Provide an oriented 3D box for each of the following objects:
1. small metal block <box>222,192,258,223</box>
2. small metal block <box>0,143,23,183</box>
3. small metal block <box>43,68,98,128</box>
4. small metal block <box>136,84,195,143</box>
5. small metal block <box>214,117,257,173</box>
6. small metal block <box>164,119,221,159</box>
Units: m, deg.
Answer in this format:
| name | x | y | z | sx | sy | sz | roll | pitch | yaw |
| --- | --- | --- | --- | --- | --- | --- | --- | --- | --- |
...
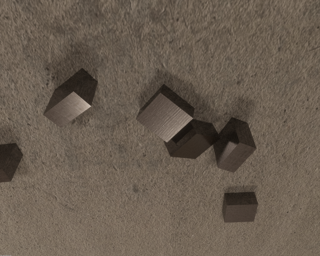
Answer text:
| name | x | y | z | sx | sy | sz | roll | pitch | yaw |
| --- | --- | --- | --- | --- | --- | --- | --- | --- | --- |
| small metal block | 0.134 | 0.135 | 0.524 | 0.050 | 0.025 | 0.050 | -3 | 130 | 1 |
| small metal block | -0.227 | 0.049 | 0.429 | 0.050 | 0.050 | 0.025 | -6 | 130 | 4 |
| small metal block | -0.102 | -0.035 | 0.359 | 0.050 | 0.050 | 0.025 | -31 | 124 | 23 |
| small metal block | 0.007 | -0.018 | 0.386 | 0.050 | 0.025 | 0.050 | 37 | 121 | -13 |
| small metal block | 0.097 | 0.022 | 0.412 | 0.025 | 0.050 | 0.050 | 19 | 127 | -16 |
| small metal block | 0.042 | 0.015 | 0.409 | 0.050 | 0.025 | 0.050 | 11 | 135 | -44 |
